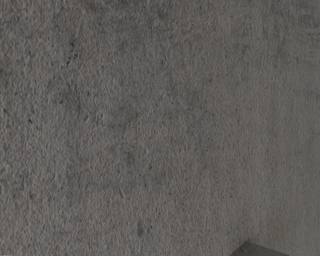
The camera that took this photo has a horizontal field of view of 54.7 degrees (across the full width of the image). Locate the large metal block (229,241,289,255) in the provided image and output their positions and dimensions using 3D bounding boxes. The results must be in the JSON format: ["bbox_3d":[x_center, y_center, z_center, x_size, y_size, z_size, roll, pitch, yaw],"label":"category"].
[{"bbox_3d":[0.168,0.245,0.510,0.050,0.080,0.080,-23,105,-38],"label":"large metal block"}]
